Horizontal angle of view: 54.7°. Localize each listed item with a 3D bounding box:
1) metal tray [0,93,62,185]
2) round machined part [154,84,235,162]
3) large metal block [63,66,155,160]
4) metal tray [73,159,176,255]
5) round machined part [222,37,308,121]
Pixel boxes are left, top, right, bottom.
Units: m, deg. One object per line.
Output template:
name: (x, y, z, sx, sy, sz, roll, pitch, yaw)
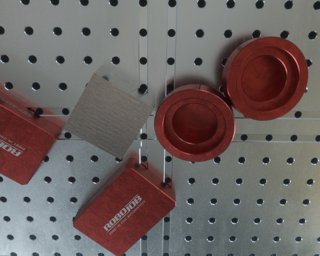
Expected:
metal tray: (-0.212, 0.007, 0.411, 0.130, 0.030, 0.090, 33, 107, -12)
round machined part: (0.045, -0.009, 0.395, 0.098, 0.042, 0.097, 4, 115, 9)
large metal block: (-0.062, -0.020, 0.392, 0.080, 0.050, 0.080, 30, 107, -11)
metal tray: (-0.051, 0.118, 0.454, 0.090, 0.030, 0.130, 41, 105, -14)
round machined part: (0.123, -0.061, 0.379, 0.099, 0.042, 0.097, -2, 106, -6)
